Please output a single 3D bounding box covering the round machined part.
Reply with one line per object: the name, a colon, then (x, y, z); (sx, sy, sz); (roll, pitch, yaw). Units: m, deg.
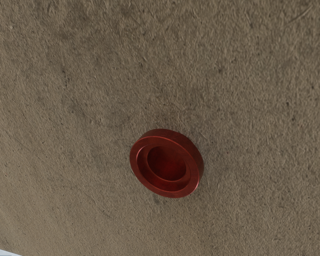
round machined part: (0.012, 0.043, 0.416); (0.098, 0.042, 0.097); (13, 124, 20)
